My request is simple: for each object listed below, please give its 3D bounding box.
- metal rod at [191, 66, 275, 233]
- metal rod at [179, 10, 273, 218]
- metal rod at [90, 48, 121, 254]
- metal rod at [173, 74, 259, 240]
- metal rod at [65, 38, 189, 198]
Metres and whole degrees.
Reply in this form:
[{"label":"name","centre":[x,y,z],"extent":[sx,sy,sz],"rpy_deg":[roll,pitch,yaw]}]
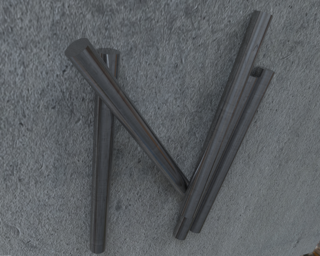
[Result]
[{"label":"metal rod","centre":[0.106,0.047,0.493],"extent":[0.025,0.025,0.298],"rpy_deg":[5,116,-31]},{"label":"metal rod","centre":[0.085,-0.007,0.428],"extent":[0.025,0.025,0.298],"rpy_deg":[8,108,-32]},{"label":"metal rod","centre":[-0.074,0.049,0.396],"extent":[0.025,0.025,0.298],"rpy_deg":[-6,121,-25]},{"label":"metal rod","centre":[0.079,0.056,0.484],"extent":[0.025,0.025,0.298],"rpy_deg":[5,116,-31]},{"label":"metal rod","centre":[-0.016,0.014,0.384],"extent":[0.025,0.025,0.300],"rpy_deg":[-37,136,-3]}]
